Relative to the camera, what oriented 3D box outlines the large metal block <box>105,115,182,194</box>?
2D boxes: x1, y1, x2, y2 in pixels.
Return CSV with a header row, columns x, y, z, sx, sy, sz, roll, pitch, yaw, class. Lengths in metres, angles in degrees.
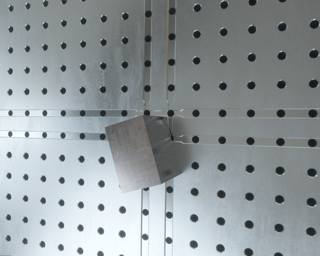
x,y,z,sx,sy,sz,roll,pitch,yaw,class
-0.018,0.030,0.390,0.050,0.080,0.080,-17,84,19,large metal block
